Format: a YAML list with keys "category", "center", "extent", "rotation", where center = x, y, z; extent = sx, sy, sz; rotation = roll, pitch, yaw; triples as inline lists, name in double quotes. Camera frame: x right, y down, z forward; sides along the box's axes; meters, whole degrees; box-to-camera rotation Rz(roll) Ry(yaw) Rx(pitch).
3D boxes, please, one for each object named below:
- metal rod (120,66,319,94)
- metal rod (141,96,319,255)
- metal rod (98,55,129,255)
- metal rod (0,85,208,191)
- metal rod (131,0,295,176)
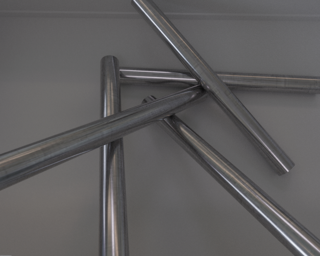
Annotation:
- category: "metal rod"
  center: [0.072, -0.067, 0.434]
  extent: [0.302, 0.025, 0.025]
  rotation: [3, 70, 1]
- category: "metal rod"
  center: [0.068, 0.047, 0.329]
  extent: [0.025, 0.025, 0.300]
  rotation: [-36, 50, -12]
- category: "metal rod"
  center: [-0.050, 0.026, 0.319]
  extent: [0.025, 0.025, 0.300]
  rotation: [-7, 50, -3]
- category: "metal rod"
  center: [-0.039, -0.004, 0.316]
  extent: [0.025, 0.025, 0.302]
  rotation: [48, 41, 15]
- category: "metal rod"
  center: [0.065, -0.062, 0.407]
  extent: [0.025, 0.025, 0.300]
  rotation: [-38, 84, -13]
